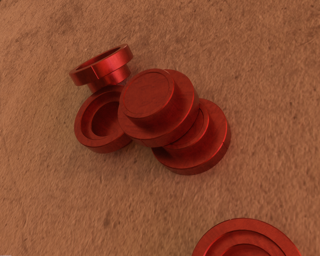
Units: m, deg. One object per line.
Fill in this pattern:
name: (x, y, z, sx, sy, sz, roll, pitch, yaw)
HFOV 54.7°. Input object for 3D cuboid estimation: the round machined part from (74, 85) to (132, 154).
round machined part: (-0.066, -0.009, 0.431, 0.098, 0.042, 0.098, -13, 56, 20)

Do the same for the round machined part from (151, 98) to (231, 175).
round machined part: (0.032, 0.004, 0.373, 0.098, 0.042, 0.098, -13, 56, 20)

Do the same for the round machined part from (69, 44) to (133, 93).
round machined part: (-0.084, -0.087, 0.470, 0.098, 0.042, 0.098, -22, 22, 10)

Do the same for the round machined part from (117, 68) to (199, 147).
round machined part: (-0.008, -0.030, 0.360, 0.098, 0.042, 0.098, -13, 56, 20)

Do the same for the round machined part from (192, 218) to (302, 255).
round machined part: (0.078, 0.133, 0.270, 0.098, 0.042, 0.098, -13, 56, 20)
